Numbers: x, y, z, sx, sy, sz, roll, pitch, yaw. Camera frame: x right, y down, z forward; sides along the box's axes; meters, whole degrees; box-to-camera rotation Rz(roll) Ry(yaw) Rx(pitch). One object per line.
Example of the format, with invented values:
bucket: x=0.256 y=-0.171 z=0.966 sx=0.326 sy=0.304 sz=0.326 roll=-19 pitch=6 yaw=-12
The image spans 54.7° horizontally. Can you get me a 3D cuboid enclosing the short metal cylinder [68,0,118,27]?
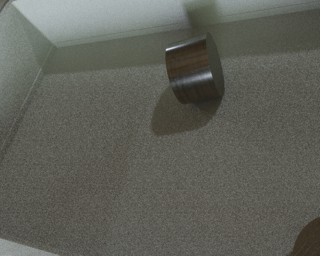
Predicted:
short metal cylinder: x=-0.125 y=-0.240 z=0.586 sx=0.080 sy=0.080 sz=0.050 roll=5 pitch=64 yaw=30

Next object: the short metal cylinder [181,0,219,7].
short metal cylinder: x=0.065 y=-0.239 z=0.486 sx=0.080 sy=0.080 sz=0.050 roll=-1 pitch=62 yaw=28

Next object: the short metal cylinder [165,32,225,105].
short metal cylinder: x=0.046 y=-0.074 z=0.391 sx=0.050 sy=0.080 sz=0.080 roll=-11 pitch=57 yaw=22

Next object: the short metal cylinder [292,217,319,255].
short metal cylinder: x=0.149 y=0.112 z=0.242 sx=0.080 sy=0.050 sz=0.080 roll=-13 pitch=56 yaw=21
